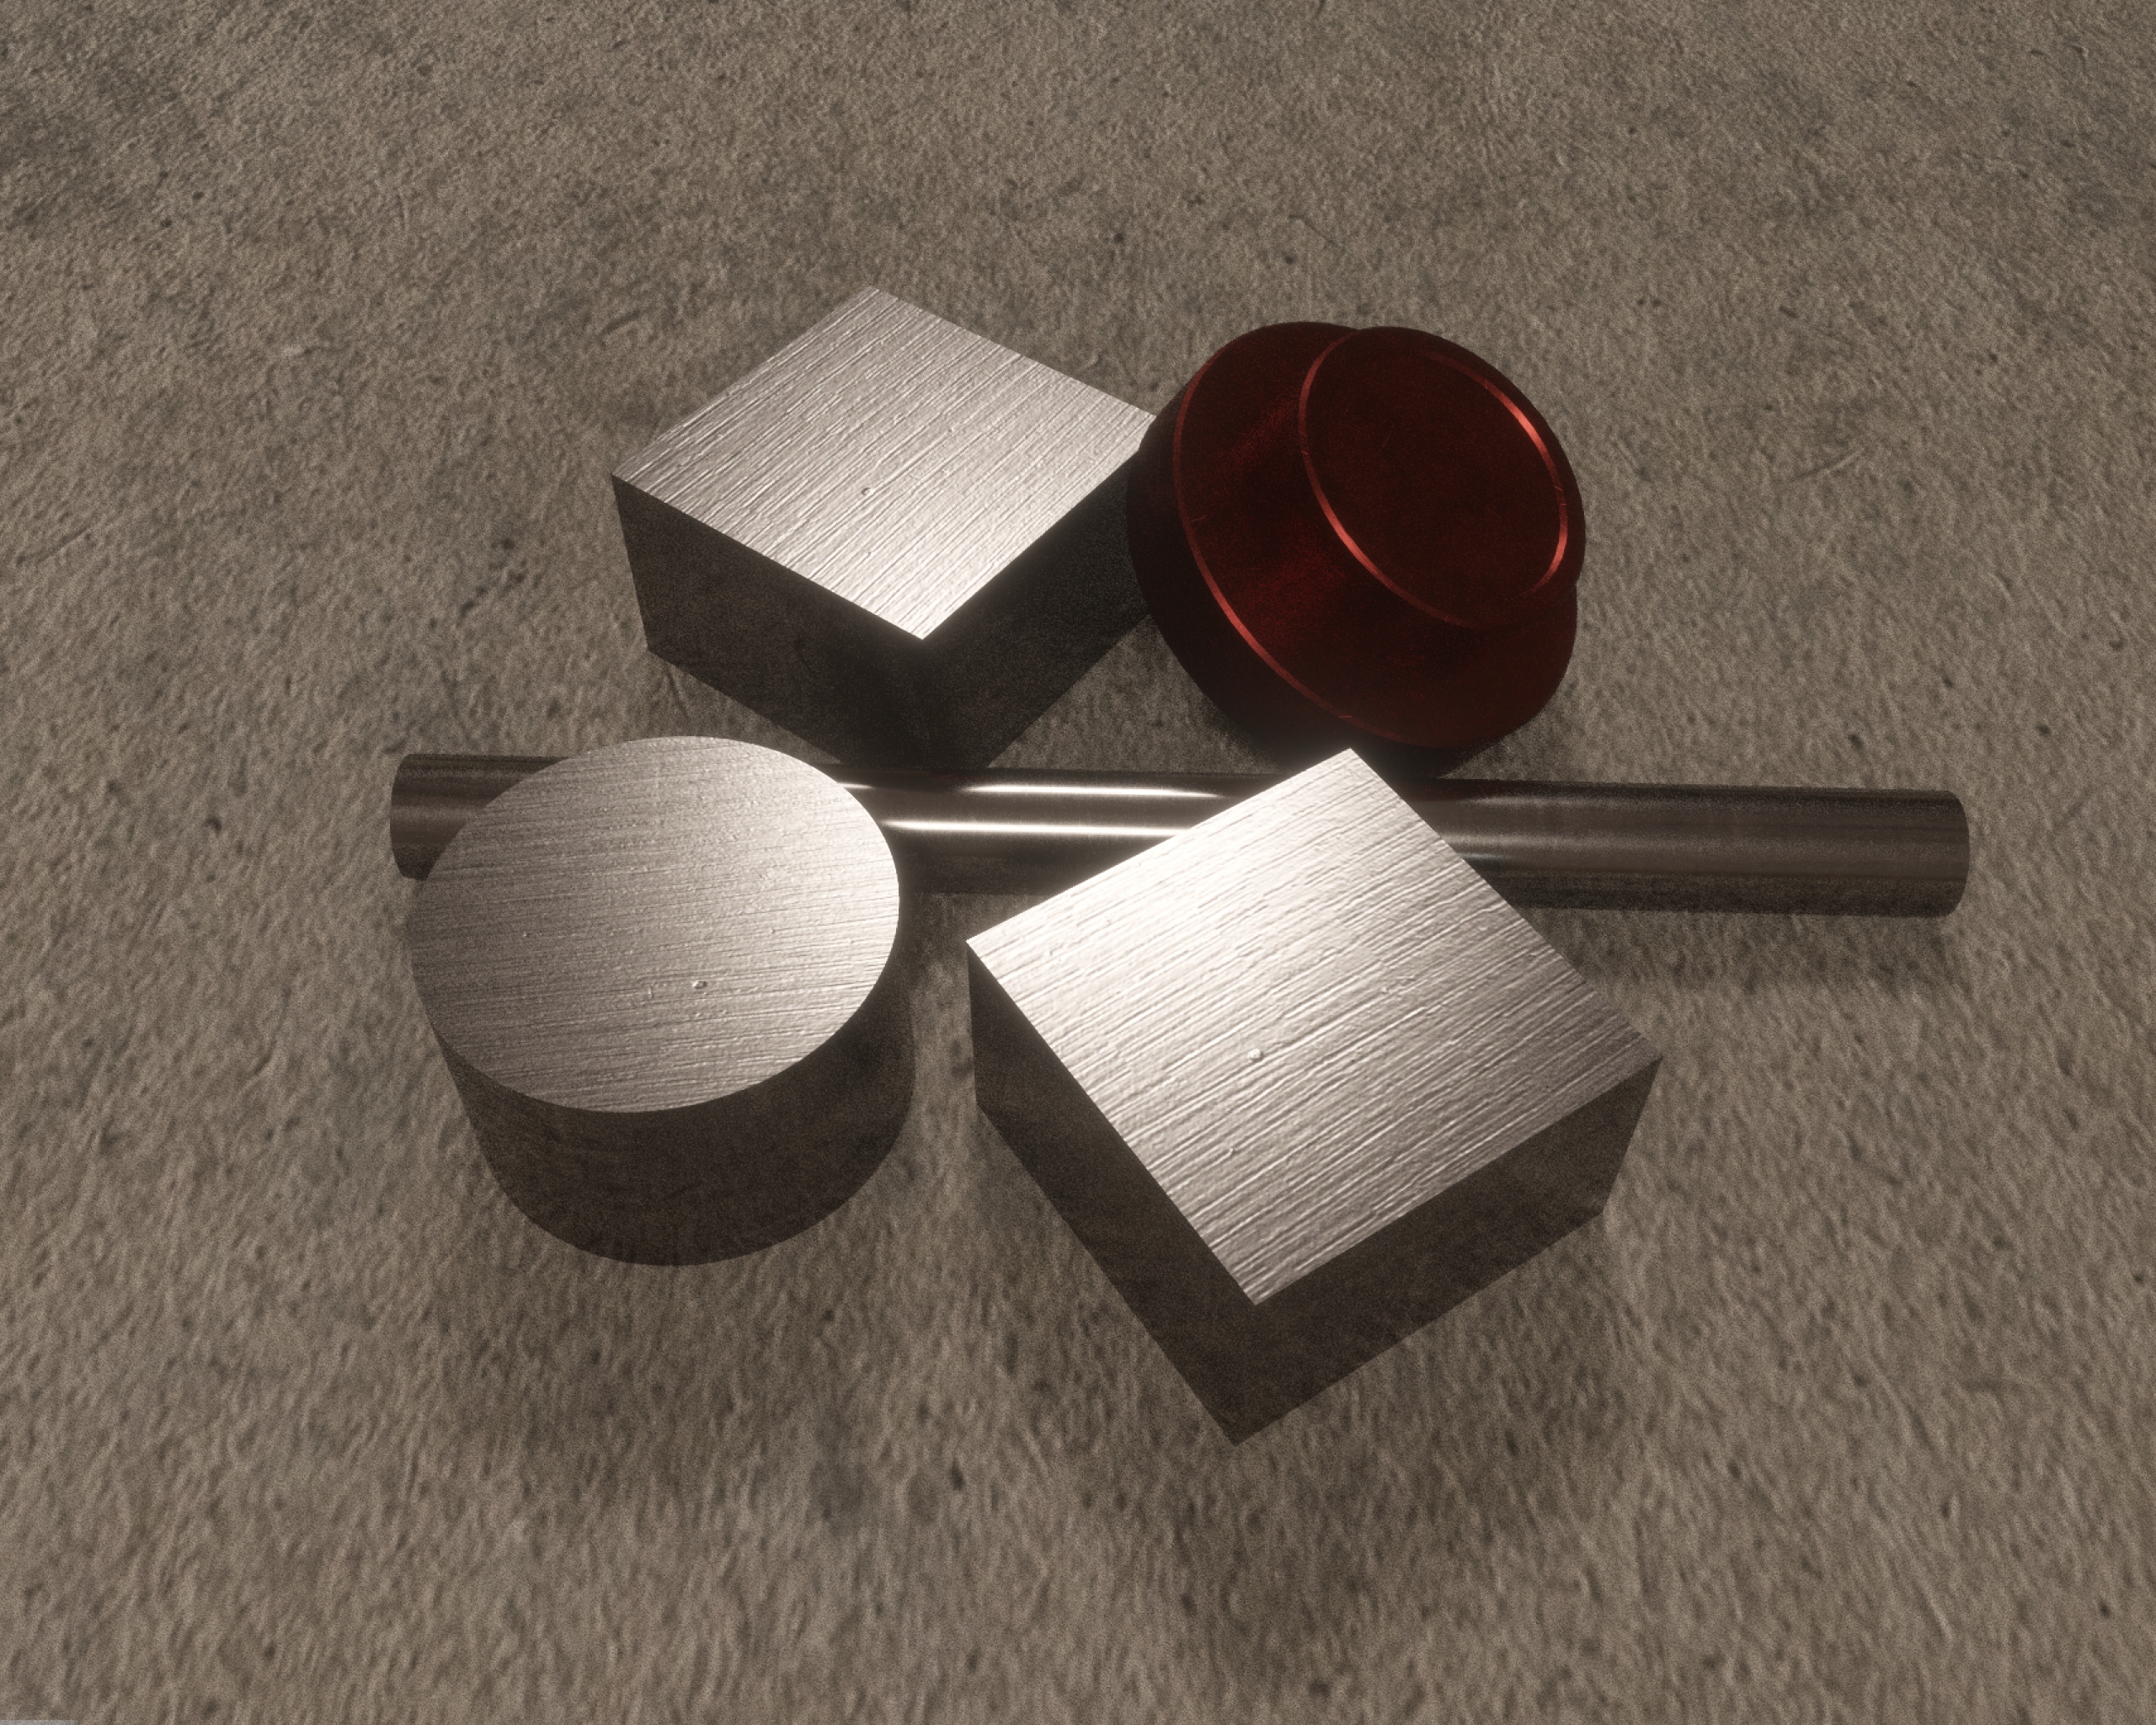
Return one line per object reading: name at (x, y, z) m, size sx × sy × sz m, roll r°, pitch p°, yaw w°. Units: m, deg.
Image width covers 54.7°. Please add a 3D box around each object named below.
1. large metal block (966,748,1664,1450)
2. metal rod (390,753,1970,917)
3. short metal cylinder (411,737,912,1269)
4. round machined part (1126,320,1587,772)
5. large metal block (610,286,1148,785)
large metal block at (0.037, 0.038, 0.357) m, size 0.081 × 0.050 × 0.080 m, roll -27°, pitch 55°, yaw -21°
metal rod at (0.019, -0.005, 0.411) m, size 0.302 × 0.025 × 0.025 m, roll 1°, pitch 50°, yaw 0°
short metal cylinder at (-0.070, 0.024, 0.367) m, size 0.081 × 0.050 × 0.080 m, roll 0°, pitch 50°, yaw 0°
round machined part at (0.063, -0.068, 0.421) m, size 0.099 × 0.042 × 0.098 m, roll 12°, pitch 63°, yaw -25°
large metal block at (-0.037, -0.068, 0.443) m, size 0.080 × 0.050 × 0.080 m, roll 30°, pitch 56°, yaw 22°
